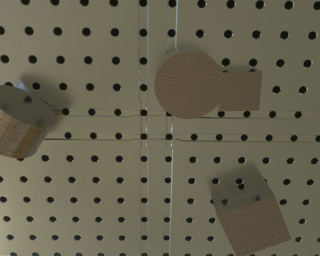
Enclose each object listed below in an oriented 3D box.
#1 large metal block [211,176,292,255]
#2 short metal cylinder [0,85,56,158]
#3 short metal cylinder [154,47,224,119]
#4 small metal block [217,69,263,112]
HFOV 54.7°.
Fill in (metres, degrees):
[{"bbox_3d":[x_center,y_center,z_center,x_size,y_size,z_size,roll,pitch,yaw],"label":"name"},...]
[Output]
[{"bbox_3d":[0.131,0.129,0.448,0.080,0.050,0.080,-23,109,8],"label":"large metal block"},{"bbox_3d":[-0.177,-0.008,0.379,0.080,0.080,0.050,34,107,-12],"label":"short metal cylinder"},{"bbox_3d":[0.034,-0.056,0.379,0.081,0.050,0.079,0,110,0],"label":"short metal cylinder"},{"bbox_3d":[0.100,-0.049,0.396,0.050,0.025,0.050,-1,110,0],"label":"small metal block"}]
